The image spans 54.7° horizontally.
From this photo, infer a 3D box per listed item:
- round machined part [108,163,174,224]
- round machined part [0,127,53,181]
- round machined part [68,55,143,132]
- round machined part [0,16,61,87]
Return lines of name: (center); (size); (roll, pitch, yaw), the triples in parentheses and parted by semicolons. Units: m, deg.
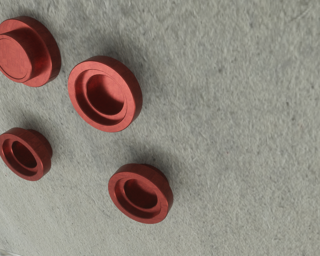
round machined part: (-0.025, 0.093, 0.465); (0.098, 0.042, 0.097); (13, 124, 20)
round machined part: (-0.228, 0.041, 0.538); (0.098, 0.042, 0.097); (13, 124, 20)
round machined part: (-0.066, -0.046, 0.400); (0.098, 0.042, 0.097); (13, 124, 20)
round machined part: (-0.191, -0.102, 0.431); (0.098, 0.042, 0.097); (13, 124, 20)
